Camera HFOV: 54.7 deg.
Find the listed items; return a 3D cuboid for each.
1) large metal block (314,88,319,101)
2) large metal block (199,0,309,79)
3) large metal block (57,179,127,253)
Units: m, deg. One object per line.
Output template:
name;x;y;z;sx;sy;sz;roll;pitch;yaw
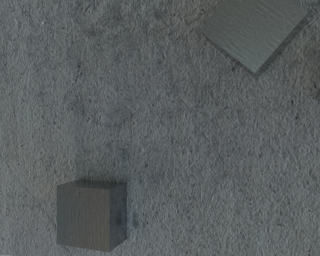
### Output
large metal block;0.220;-0.053;0.318;0.080;0.050;0.080;25;98;18
large metal block;0.107;-0.115;0.358;0.080;0.050;0.080;43;103;15
large metal block;-0.093;0.117;0.429;0.080;0.050;0.080;0;90;20
